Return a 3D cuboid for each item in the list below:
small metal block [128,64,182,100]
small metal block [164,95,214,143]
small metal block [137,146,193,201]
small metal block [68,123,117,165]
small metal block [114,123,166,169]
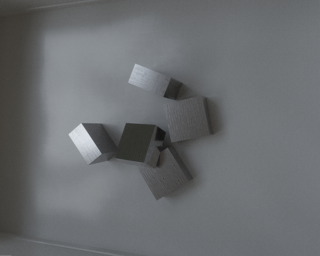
[{"bbox_3d":[-0.005,-0.058,0.398,0.050,0.050,0.025,24,98,18],"label":"small metal block"},{"bbox_3d":[0.037,-0.011,0.397,0.050,0.025,0.050,-12,86,19],"label":"small metal block"},{"bbox_3d":[0.007,0.059,0.407,0.050,0.025,0.050,-34,79,16],"label":"small metal block"},{"bbox_3d":[-0.090,0.021,0.428,0.025,0.050,0.050,-39,78,16],"label":"small metal block"},{"bbox_3d":[-0.026,0.022,0.403,0.050,0.025,0.050,4,69,37],"label":"small metal block"}]
